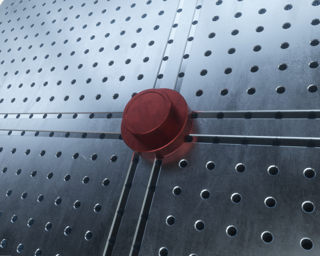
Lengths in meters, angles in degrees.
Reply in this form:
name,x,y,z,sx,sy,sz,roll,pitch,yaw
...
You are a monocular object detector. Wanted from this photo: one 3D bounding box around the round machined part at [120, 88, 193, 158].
name,x,y,z,sx,sy,sz,roll,pitch,yaw
round machined part,-0.010,-0.013,0.409,0.098,0.042,0.098,-13,56,20
